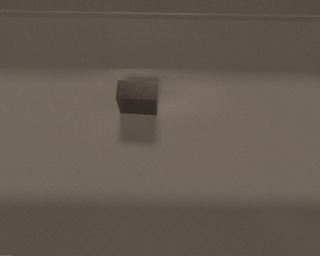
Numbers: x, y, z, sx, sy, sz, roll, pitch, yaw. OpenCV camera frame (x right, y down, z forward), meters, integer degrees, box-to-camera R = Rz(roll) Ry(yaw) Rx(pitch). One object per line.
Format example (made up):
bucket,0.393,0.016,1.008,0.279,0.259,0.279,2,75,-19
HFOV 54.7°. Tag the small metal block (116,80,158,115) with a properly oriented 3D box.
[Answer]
small metal block,-0.029,-0.039,0.410,0.050,0.050,0.025,3,70,1
